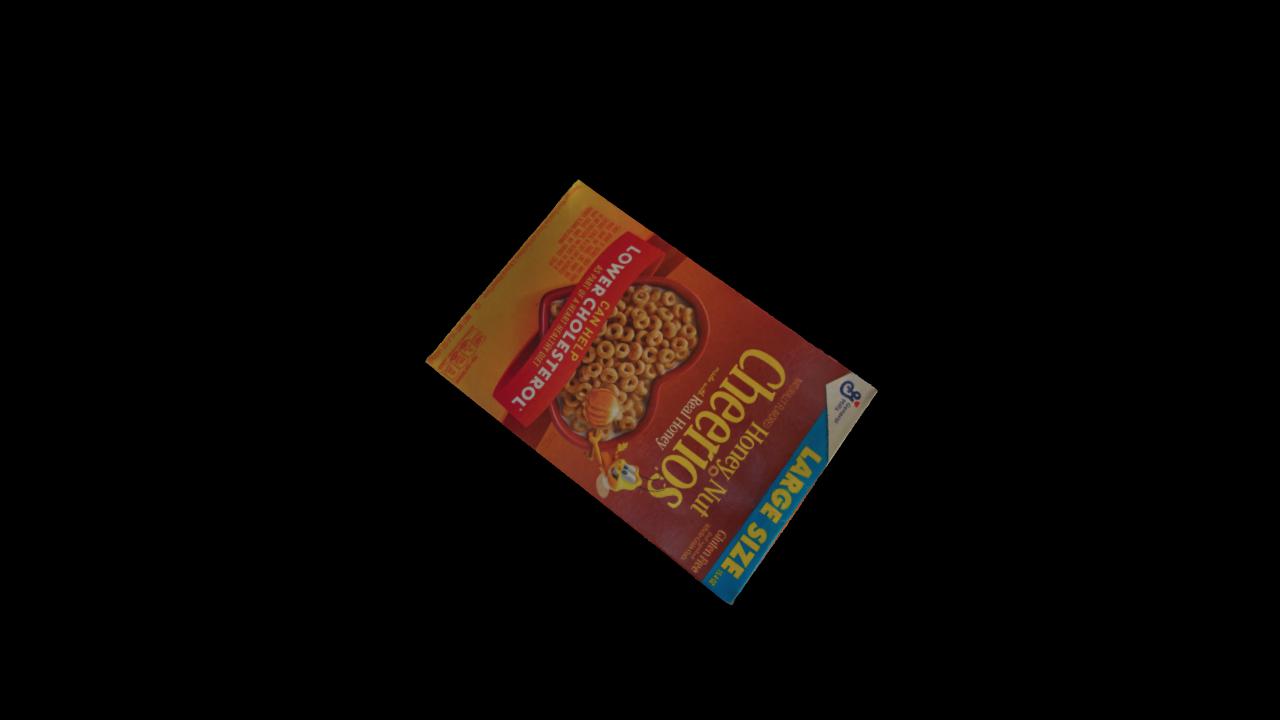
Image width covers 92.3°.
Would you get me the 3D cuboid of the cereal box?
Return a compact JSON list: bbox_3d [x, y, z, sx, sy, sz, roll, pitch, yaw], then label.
[{"bbox_3d":[0.009,0.019,0.513,0.306,0.203,0.081,37,-8,9],"label":"cereal box"}]
